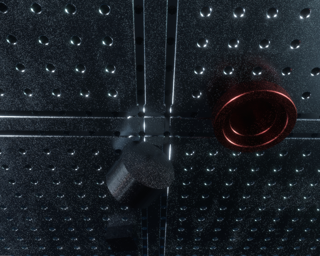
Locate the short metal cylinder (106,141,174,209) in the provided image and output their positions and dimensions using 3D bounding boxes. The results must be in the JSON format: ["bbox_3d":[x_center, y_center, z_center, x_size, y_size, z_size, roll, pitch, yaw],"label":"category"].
[{"bbox_3d":[-0.027,0.064,0.430,0.080,0.080,0.050,24,126,-20],"label":"short metal cylinder"}]

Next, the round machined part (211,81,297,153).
[{"bbox_3d":[0.114,-0.018,0.387,0.099,0.042,0.097,-1,130,0],"label":"round machined part"}]

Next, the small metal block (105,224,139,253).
[{"bbox_3d":[-0.071,0.211,0.591,0.050,0.025,0.050,-9,130,7],"label":"small metal block"}]
